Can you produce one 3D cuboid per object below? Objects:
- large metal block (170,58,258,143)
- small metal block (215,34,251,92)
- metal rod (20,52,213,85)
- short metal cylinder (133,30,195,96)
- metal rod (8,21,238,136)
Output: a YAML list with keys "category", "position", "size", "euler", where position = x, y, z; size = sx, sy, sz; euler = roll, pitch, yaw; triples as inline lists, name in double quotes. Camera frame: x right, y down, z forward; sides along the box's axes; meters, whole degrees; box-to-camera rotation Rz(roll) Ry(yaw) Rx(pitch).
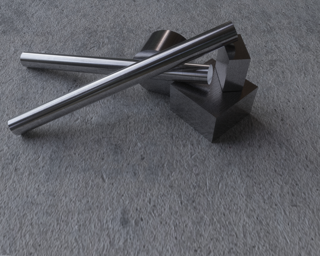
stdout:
- category: "large metal block"
  position: [0.070, -0.039, 0.421]
  size: [0.080, 0.050, 0.080]
  euler: [-35, 58, -25]
- category: "small metal block"
  position: [0.090, -0.082, 0.390]
  size: [0.025, 0.050, 0.050]
  euler: [-4, 51, -3]
- category: "metal rod"
  position: [-0.076, -0.088, 0.441]
  size: [0.301, 0.025, 0.025]
  euler: [9, 50, 22]
- category: "short metal cylinder"
  position: [0.005, -0.093, 0.449]
  size: [0.080, 0.080, 0.050]
  euler: [16, 52, 13]
- category: "metal rod"
  position: [-0.051, -0.058, 0.384]
  size: [0.301, 0.025, 0.025]
  euler: [-22, 51, 8]
